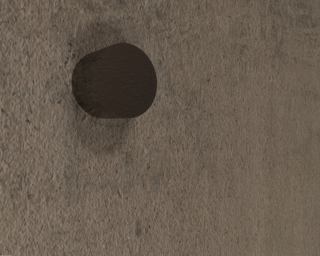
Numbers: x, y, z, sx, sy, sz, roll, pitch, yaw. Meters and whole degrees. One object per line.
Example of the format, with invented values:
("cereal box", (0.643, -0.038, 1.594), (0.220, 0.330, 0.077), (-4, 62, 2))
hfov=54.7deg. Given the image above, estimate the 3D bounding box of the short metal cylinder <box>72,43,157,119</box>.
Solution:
("short metal cylinder", (-0.050, -0.050, 0.348), (0.081, 0.050, 0.079), (0, 90, -40))
